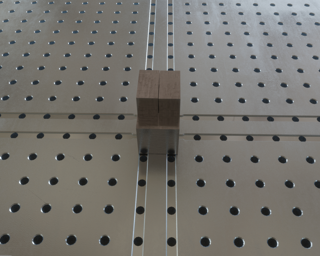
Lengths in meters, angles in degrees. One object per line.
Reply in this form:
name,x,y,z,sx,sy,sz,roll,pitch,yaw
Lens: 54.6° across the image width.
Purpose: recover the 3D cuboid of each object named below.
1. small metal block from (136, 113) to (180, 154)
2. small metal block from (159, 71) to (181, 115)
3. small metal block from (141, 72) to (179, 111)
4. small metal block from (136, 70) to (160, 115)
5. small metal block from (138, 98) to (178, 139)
small metal block,-0.002,0.008,0.385,0.050,0.050,0.025,1,50,1
small metal block,0.012,-0.037,0.390,0.025,0.050,0.050,1,50,2
small metal block,0.000,-0.050,0.433,0.050,0.050,0.025,1,50,1
small metal block,-0.014,-0.037,0.390,0.025,0.050,0.050,2,50,1
small metal block,-0.001,-0.013,0.418,0.050,0.025,0.050,1,50,2
